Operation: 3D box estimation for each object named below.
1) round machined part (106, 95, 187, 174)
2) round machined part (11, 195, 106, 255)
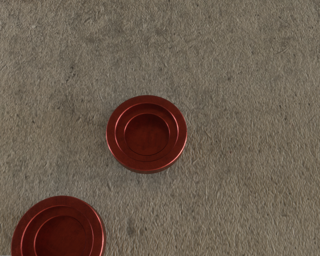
[{"bbox_3d":[-0.016,0.011,0.395,0.099,0.042,0.098,0,70,0],"label":"round machined part"},{"bbox_3d":[-0.110,0.129,0.351,0.099,0.042,0.098,0,70,0],"label":"round machined part"}]
